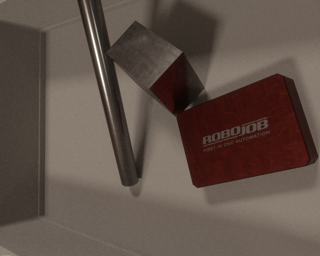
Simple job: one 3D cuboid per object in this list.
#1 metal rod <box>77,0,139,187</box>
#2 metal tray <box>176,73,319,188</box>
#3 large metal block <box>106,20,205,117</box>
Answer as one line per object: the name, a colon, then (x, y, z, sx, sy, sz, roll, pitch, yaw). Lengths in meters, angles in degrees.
metal rod: (-0.064, -0.057, 0.379, 0.025, 0.025, 0.298, 13, 123, 39)
metal tray: (0.086, 0.008, 0.332, 0.130, 0.030, 0.090, -21, 77, 37)
large metal block: (-0.003, -0.067, 0.363, 0.050, 0.080, 0.080, -48, 59, 1)
